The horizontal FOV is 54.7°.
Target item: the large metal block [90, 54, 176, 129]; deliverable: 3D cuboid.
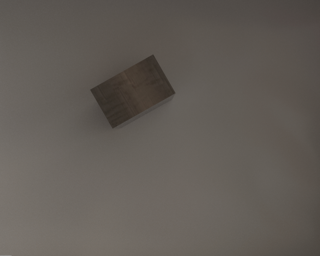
[{"bbox_3d":[-0.030,-0.041,0.384,0.080,0.080,0.050,-30,90,0],"label":"large metal block"}]
